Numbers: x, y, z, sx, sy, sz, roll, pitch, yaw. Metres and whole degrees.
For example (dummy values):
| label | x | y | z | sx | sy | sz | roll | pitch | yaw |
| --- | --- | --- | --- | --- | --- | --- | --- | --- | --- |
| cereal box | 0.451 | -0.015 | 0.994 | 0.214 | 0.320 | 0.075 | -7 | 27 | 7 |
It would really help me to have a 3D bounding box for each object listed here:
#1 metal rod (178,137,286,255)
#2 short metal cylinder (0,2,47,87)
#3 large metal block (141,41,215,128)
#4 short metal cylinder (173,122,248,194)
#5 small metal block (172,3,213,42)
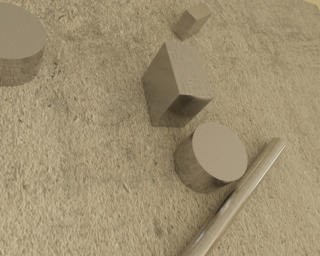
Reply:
| label | x | y | z | sx | sy | sz | roll | pitch | yaw |
| --- | --- | --- | --- | --- | --- | --- | --- | --- | --- |
| metal rod | 0.094 | 0.097 | 0.397 | 0.025 | 0.025 | 0.302 | 49 | 51 | 5 |
| short metal cylinder | -0.175 | -0.094 | 0.351 | 0.081 | 0.050 | 0.080 | 14 | 56 | -21 |
| large metal block | 0.020 | -0.055 | 0.414 | 0.050 | 0.080 | 0.080 | 1 | 61 | -28 |
| short metal cylinder | 0.064 | 0.039 | 0.400 | 0.081 | 0.050 | 0.080 | 14 | 56 | -21 |
| small metal block | 0.055 | -0.181 | 0.530 | 0.025 | 0.050 | 0.050 | 49 | 51 | 5 |
